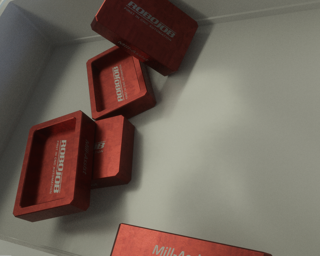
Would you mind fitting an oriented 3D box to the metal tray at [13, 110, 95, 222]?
[{"bbox_3d":[-0.134,0.048,0.402,0.090,0.030,0.130,-16,55,18],"label":"metal tray"}]

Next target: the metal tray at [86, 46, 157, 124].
[{"bbox_3d":[-0.063,-0.072,0.477,0.090,0.030,0.130,-24,53,12],"label":"metal tray"}]

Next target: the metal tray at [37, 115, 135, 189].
[{"bbox_3d":[-0.102,0.038,0.430,0.130,0.030,0.090,-12,57,21],"label":"metal tray"}]

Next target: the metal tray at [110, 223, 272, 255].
[{"bbox_3d":[0.034,0.119,0.272,0.130,0.090,0.030,1,63,28],"label":"metal tray"}]

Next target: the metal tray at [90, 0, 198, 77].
[{"bbox_3d":[-0.019,-0.145,0.438,0.030,0.131,0.090,-13,50,64],"label":"metal tray"}]
